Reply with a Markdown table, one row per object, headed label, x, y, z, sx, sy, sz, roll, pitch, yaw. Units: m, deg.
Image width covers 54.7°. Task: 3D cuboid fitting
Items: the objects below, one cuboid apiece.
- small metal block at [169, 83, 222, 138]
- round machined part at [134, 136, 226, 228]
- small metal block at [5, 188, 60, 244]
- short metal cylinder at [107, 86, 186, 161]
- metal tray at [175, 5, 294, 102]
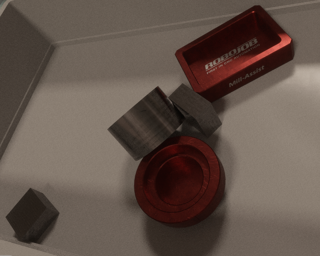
| label | x | y | z | sx | sy | sz | roll | pitch | yaw |
| --- | --- | --- | --- | --- | --- | --- | --- | --- | --- |
| small metal block | 0.043 | -0.021 | 0.379 | 0.025 | 0.050 | 0.050 | -45 | 51 | -3 |
| round machined part | 0.024 | 0.061 | 0.344 | 0.098 | 0.042 | 0.098 | -13 | 56 | 20 |
| small metal block | -0.174 | 0.119 | 0.422 | 0.050 | 0.025 | 0.050 | 31 | 78 | 38 |
| short metal cylinder | -0.016 | -0.006 | 0.373 | 0.080 | 0.080 | 0.050 | -41 | 95 | 0 |
| metal tray | 0.094 | -0.098 | 0.411 | 0.130 | 0.030 | 0.090 | -28 | 52 | 10 |
